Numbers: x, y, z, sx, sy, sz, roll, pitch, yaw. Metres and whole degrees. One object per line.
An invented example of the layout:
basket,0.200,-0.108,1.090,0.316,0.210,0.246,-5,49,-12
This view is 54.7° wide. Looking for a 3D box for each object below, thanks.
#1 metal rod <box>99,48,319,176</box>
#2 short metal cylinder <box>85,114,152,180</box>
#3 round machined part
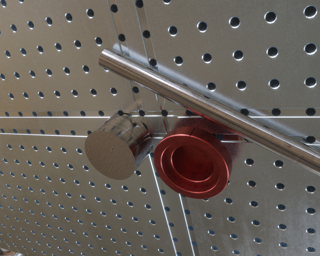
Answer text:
metal rod,0.061,-0.021,0.365,0.301,0.025,0.025,28,128,10
short metal cylinder,-0.059,0.027,0.441,0.080,0.050,0.079,13,124,20
round machined part,0.045,0.040,0.401,0.098,0.042,0.097,13,124,20
